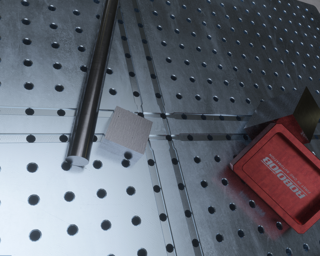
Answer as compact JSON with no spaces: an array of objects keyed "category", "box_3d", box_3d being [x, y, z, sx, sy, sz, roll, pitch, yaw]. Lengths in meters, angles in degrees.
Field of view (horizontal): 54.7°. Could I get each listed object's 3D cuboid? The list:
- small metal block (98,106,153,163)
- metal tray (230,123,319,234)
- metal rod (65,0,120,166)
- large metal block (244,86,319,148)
[{"category":"small metal block","box_3d":[-0.041,0.008,0.382,0.050,0.025,0.050,24,53,-14]},{"category":"metal tray","box_3d":[0.174,0.067,0.425,0.130,0.030,0.090,44,94,2]},{"category":"metal rod","box_3d":[-0.083,-0.090,0.419,0.025,0.025,0.300,17,55,-19]},{"category":"large metal block","box_3d":[0.190,-0.012,0.478,0.050,0.080,0.080,54,49,-13]}]
